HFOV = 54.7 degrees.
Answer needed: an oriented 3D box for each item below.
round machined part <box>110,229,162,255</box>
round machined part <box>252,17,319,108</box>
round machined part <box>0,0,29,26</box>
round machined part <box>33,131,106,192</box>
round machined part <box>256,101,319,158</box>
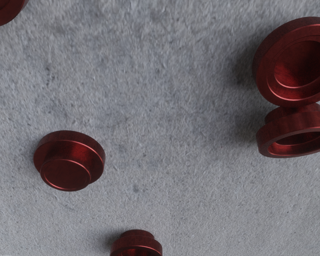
[{"bbox_3d":[-0.044,0.231,0.592,0.099,0.042,0.097,-1,130,0],"label":"round machined part"},{"bbox_3d":[0.149,-0.073,0.336,0.099,0.042,0.097,-1,130,0],"label":"round machined part"},{"bbox_3d":[-0.162,-0.143,0.272,0.099,0.042,0.097,-1,130,0],"label":"round machined part"},{"bbox_3d":[-0.129,0.053,0.440,0.099,0.042,0.097,-1,130,0],"label":"round machined part"},{"bbox_3d":[0.169,0.001,0.385,0.099,0.042,0.098,-3,155,-1],"label":"round machined part"}]
